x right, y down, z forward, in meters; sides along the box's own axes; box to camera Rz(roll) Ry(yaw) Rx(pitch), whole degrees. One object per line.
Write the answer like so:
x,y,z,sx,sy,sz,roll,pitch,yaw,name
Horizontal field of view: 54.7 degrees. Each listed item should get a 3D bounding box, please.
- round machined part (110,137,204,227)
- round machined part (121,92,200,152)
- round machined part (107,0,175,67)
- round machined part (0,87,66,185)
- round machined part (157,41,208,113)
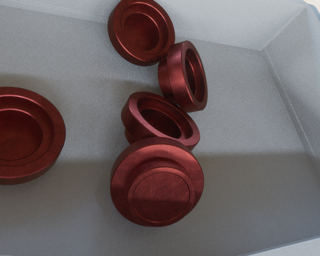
-0.002,0.062,0.320,0.099,0.097,0.042,22,13,-16,round machined part
-0.003,0.002,0.379,0.099,0.042,0.098,25,30,-15,round machined part
-0.030,-0.136,0.450,0.099,0.042,0.097,6,79,-30,round machined part
-0.148,0.011,0.309,0.099,0.042,0.098,14,56,-21,round machined part
0.031,-0.069,0.435,0.098,0.042,0.098,35,50,-56,round machined part
